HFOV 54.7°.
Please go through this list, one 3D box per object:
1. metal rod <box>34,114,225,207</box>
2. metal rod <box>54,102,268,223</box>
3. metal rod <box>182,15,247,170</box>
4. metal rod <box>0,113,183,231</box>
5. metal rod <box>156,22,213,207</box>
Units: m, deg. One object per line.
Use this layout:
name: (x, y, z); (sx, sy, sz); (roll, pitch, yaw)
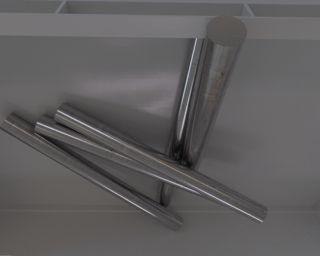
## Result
metal rod: (-0.020, 0.052, 0.425); (0.302, 0.025, 0.025); (23, 127, -9)
metal rod: (0.006, 0.048, 0.406); (0.301, 0.025, 0.025); (28, 126, -6)
metal rod: (0.043, 0.001, 0.328); (0.025, 0.025, 0.299); (-1, 156, 0)
metal rod: (-0.085, 0.073, 0.451); (0.301, 0.025, 0.025); (36, 122, -20)
metal rod: (0.026, 0.008, 0.415); (0.025, 0.025, 0.298); (6, 130, -5)
